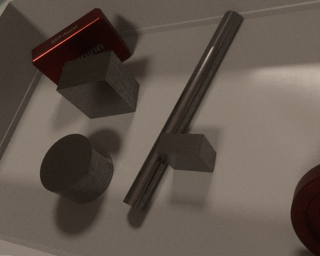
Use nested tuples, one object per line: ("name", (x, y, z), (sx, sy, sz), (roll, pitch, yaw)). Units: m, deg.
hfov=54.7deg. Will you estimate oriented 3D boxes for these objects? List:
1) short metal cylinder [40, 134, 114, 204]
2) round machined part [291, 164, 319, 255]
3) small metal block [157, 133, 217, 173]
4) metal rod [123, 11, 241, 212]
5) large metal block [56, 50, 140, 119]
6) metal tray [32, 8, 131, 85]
("short metal cylinder", (-0.110, 0.054, 0.412), (0.080, 0.050, 0.080), (-13, 56, 20))
("round machined part", (0.160, 0.065, 0.248), (0.098, 0.097, 0.042), (2, 25, 29))
("small metal block", (0.032, 0.029, 0.354), (0.050, 0.050, 0.025), (1, 62, 28))
("metal rod", (0.036, -0.034, 0.406), (0.025, 0.025, 0.300), (17, 70, 34))
("large metal block", (-0.086, -0.059, 0.450), (0.080, 0.080, 0.050), (-8, 59, 24))
("metal tray", (-0.125, -0.120, 0.500), (0.130, 0.090, 0.030), (-30, 52, 8))
